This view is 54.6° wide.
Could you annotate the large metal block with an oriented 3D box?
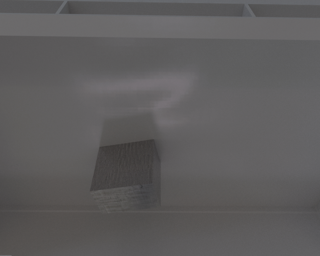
[{"bbox_3d":[-0.043,0.066,0.428,0.080,0.080,0.050,-8,130,7],"label":"large metal block"}]
